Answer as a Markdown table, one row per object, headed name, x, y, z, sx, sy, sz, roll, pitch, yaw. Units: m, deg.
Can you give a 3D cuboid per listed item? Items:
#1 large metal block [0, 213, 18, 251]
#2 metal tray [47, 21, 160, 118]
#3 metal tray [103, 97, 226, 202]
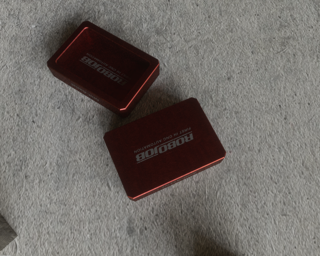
| name | x | y | z | sx | sy | sz | roll | pitch | yaw |
| --- | --- | --- | --- | --- | --- | --- | --- | --- | --- |
| large metal block | -0.217 | 0.126 | 0.331 | 0.080 | 0.080 | 0.050 | -42 | 76 | -14 |
| metal tray | -0.077 | -0.084 | 0.435 | 0.130 | 0.030 | 0.090 | 31 | 73 | 10 |
| metal tray | 0.005 | 0.026 | 0.396 | 0.131 | 0.030 | 0.090 | -23 | 72 | -8 |
